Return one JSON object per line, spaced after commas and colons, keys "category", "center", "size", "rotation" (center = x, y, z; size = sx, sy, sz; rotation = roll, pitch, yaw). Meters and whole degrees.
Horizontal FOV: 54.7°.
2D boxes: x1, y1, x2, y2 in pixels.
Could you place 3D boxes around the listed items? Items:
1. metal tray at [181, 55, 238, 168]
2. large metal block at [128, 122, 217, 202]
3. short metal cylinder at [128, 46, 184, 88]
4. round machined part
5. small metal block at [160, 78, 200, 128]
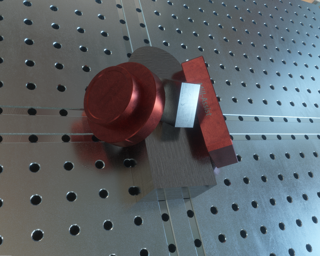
{"category": "metal tray", "center": [0.067, -0.020, 0.416], "size": [0.030, 0.090, 0.130], "rotation": [-19, 64, 11]}
{"category": "large metal block", "center": [0.012, 0.040, 0.373], "size": [0.081, 0.050, 0.080], "rotation": [2, 61, -27]}
{"category": "short metal cylinder", "center": [-0.012, -0.064, 0.423], "size": [0.081, 0.050, 0.080], "rotation": [14, 56, -21]}
{"category": "round machined part", "center": [-0.047, -0.031, 0.350], "size": [0.042, 0.098, 0.098], "rotation": [29, 43, -55]}
{"category": "small metal block", "center": [0.019, -0.031, 0.366], "size": [0.025, 0.050, 0.050], "rotation": [2, 103, -31]}
